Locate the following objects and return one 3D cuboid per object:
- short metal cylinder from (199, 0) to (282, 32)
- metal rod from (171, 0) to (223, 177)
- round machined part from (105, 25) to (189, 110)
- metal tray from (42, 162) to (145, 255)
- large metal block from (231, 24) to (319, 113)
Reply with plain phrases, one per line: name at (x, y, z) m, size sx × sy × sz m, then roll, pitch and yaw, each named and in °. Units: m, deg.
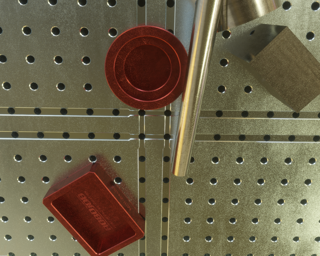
short metal cylinder at (0.083, -0.142, 0.333) m, size 0.080 × 0.080 × 0.050 m, roll -22°, pitch 109°, yaw 7°
metal rod at (0.041, -0.058, 0.346) m, size 0.025 × 0.025 × 0.298 m, roll 5°, pitch 128°, yaw -2°
round machined part at (-0.015, -0.074, 0.377) m, size 0.099 × 0.042 × 0.097 m, roll 0°, pitch 110°, yaw -1°
metal tray at (-0.093, 0.125, 0.455) m, size 0.090 × 0.030 × 0.130 m, roll -31°, pitch 108°, yaw 10°
large metal block at (0.138, -0.072, 0.359) m, size 0.080 × 0.080 × 0.050 m, roll 41°, pitch 105°, yaw -14°
